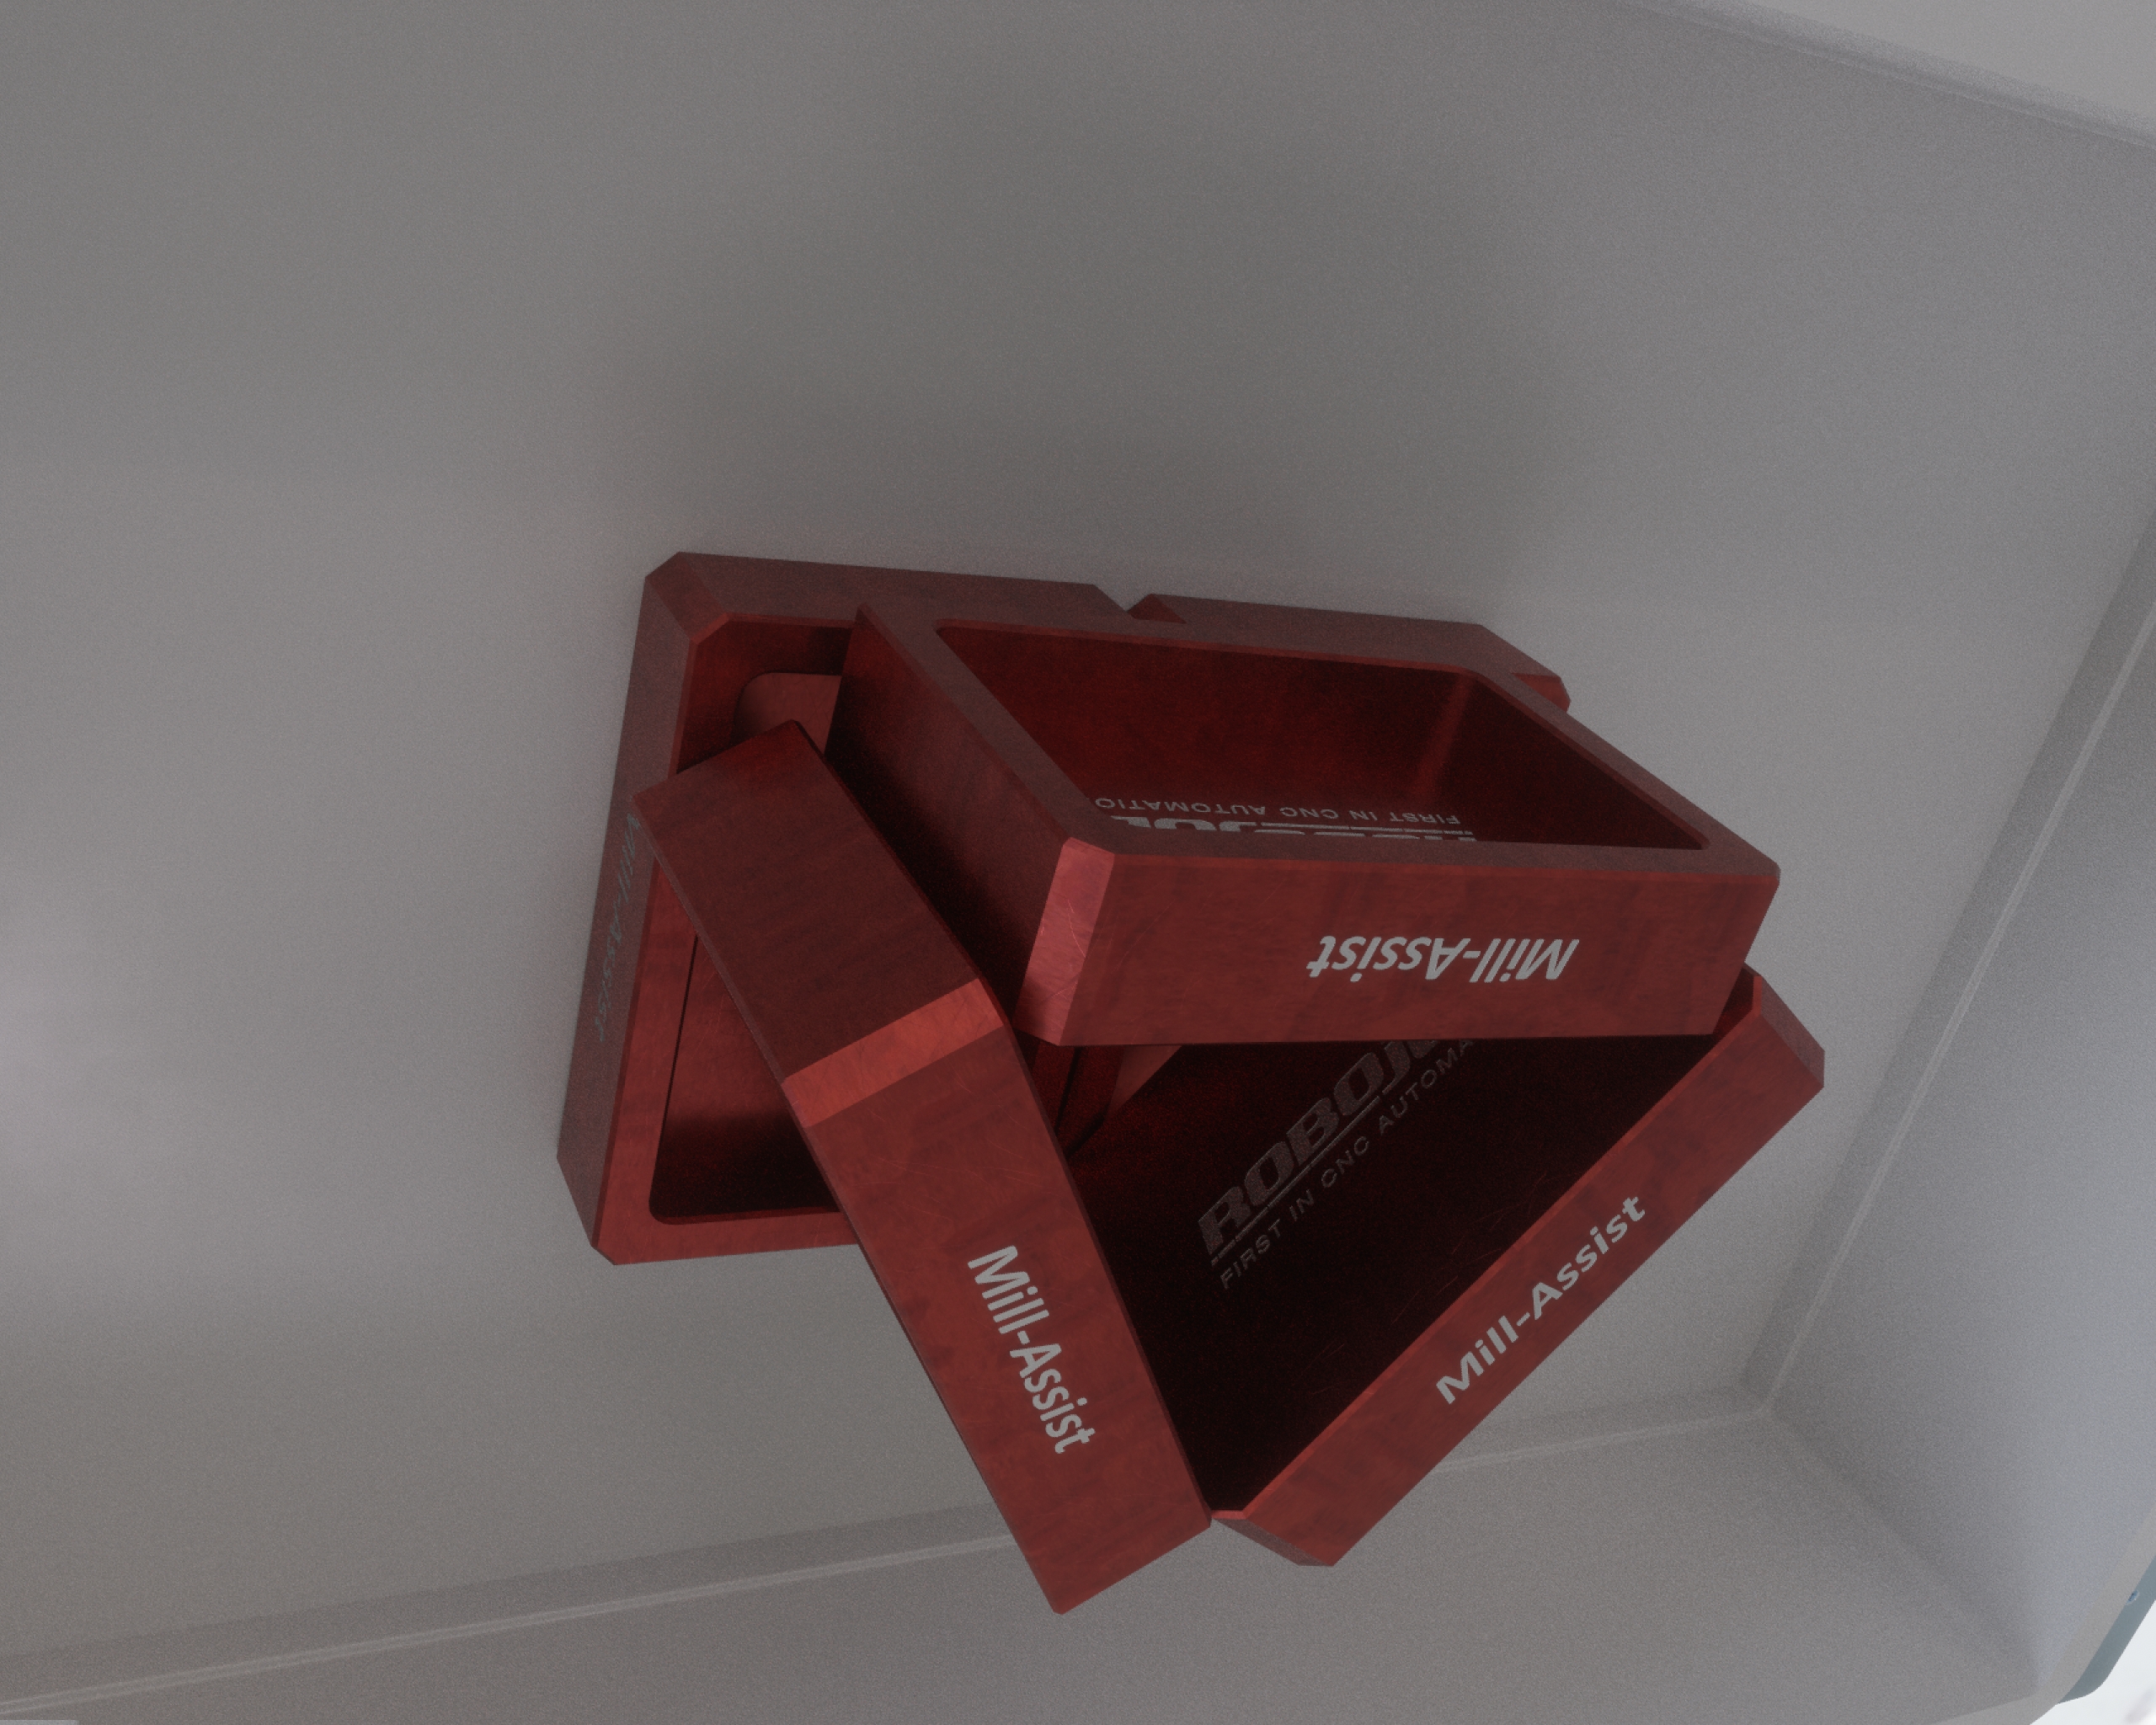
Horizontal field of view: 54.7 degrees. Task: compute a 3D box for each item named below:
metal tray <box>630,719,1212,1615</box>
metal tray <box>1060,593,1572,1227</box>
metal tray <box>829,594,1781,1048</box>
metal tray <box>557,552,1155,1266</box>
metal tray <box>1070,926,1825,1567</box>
[{"bbox_3d":[-0.025,0.051,0.343,0.030,0.090,0.129,-28,128,-10],"label":"metal tray"},{"bbox_3d":[0.040,0.013,0.433,0.091,0.030,0.129,1,117,-29],"label":"metal tray"},{"bbox_3d":[0.035,-0.008,0.339,0.131,0.090,0.030,2,118,-29],"label":"metal tray"},{"bbox_3d":[-0.041,0.011,0.389,0.091,0.030,0.129,1,117,-28],"label":"metal tray"},{"bbox_3d":[0.060,0.053,0.390,0.130,0.090,0.030,-46,129,4],"label":"metal tray"}]
